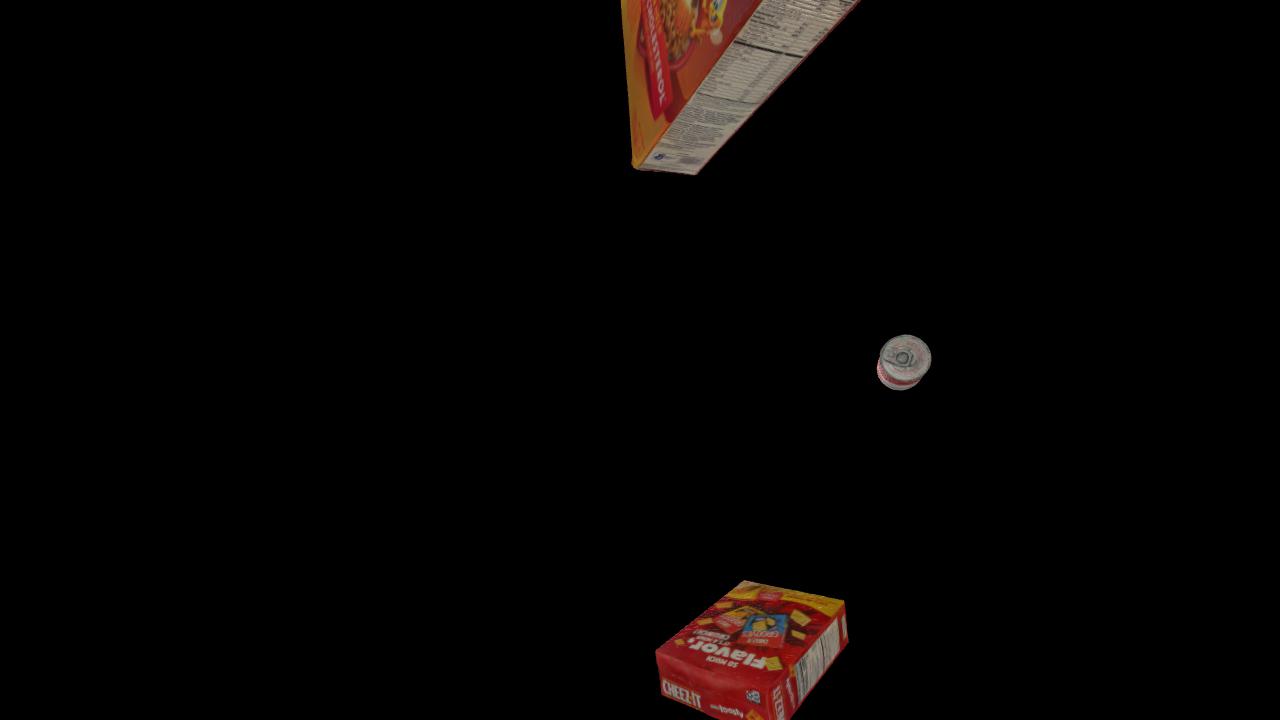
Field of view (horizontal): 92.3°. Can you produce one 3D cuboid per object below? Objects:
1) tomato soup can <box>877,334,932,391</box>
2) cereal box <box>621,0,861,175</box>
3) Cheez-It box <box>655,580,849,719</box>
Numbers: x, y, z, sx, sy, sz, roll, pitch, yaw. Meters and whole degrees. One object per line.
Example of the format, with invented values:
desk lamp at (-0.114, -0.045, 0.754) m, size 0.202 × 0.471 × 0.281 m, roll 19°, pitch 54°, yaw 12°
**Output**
tomato soup can at (0.386, 0.006, 0.904) m, size 0.068 × 0.068 × 0.101 m, roll 0°, pitch -10°, yaw 19°
cereal box at (0.071, -0.308, 0.480) m, size 0.081 × 0.203 × 0.306 m, roll 0°, pitch -11°, yaw -21°
Cheez-It box at (0.154, 0.380, 0.813) m, size 0.166 × 0.071 × 0.223 m, roll -4°, pitch 7°, yaw 41°
